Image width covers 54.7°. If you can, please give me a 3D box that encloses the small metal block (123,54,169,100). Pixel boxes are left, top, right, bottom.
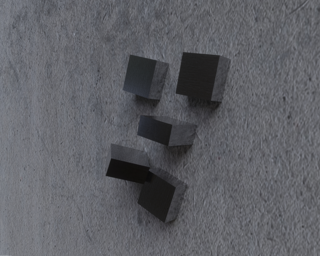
[{"bbox_3d":[-0.020,-0.069,0.421,0.050,0.025,0.050,22,104,38],"label":"small metal block"}]

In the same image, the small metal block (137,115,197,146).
[{"bbox_3d":[0.009,0.002,0.381,0.050,0.050,0.025,18,101,38],"label":"small metal block"}]

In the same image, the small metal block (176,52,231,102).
[{"bbox_3d":[0.050,-0.060,0.364,0.050,0.025,0.050,17,101,38],"label":"small metal block"}]

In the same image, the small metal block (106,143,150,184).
[{"bbox_3d":[-0.044,0.047,0.412,0.050,0.050,0.025,-115,42,-69],"label":"small metal block"}]

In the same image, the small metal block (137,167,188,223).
[{"bbox_3d":[0.003,0.086,0.403,0.050,0.025,0.050,26,107,37],"label":"small metal block"}]
